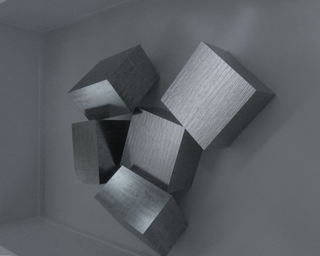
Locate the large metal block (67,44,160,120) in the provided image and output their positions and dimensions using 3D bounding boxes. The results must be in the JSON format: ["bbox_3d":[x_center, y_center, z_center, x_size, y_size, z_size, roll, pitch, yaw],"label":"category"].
[{"bbox_3d":[-0.060,-0.058,0.409,0.080,0.080,0.050,-10,126,40],"label":"large metal block"}]

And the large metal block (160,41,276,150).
[{"bbox_3d":[0.060,-0.033,0.337,0.080,0.050,0.080,51,120,27],"label":"large metal block"}]

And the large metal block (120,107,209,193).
[{"bbox_3d":[0.004,0.024,0.385,0.080,0.050,0.079,24,105,37],"label":"large metal block"}]

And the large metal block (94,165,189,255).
[{"bbox_3d":[-0.020,0.102,0.376,0.080,0.080,0.050,25,63,35],"label":"large metal block"}]

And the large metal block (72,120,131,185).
[{"bbox_3d":[-0.070,0.031,0.425,0.050,0.081,0.080,-7,86,39],"label":"large metal block"}]
